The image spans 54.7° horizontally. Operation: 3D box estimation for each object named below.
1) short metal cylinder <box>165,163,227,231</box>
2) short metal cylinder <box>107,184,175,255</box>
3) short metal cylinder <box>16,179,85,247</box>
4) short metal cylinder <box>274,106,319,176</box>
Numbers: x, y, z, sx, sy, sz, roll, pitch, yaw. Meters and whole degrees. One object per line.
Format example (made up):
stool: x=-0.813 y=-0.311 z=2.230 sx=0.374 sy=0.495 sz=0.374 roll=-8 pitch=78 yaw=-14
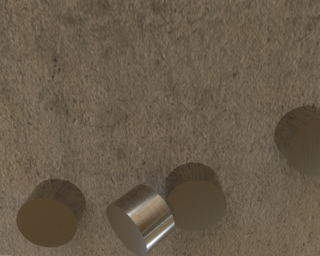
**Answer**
short metal cylinder: x=0.048 y=0.095 z=0.432 sx=0.081 sy=0.050 sz=0.079 roll=0 pitch=110 yaw=-1
short metal cylinder: x=-0.027 y=0.124 z=0.419 sx=0.050 sy=0.080 sz=0.080 roll=-31 pitch=114 yaw=-36
short metal cylinder: x=-0.152 y=0.119 z=0.438 sx=0.081 sy=0.050 sz=0.079 roll=0 pitch=110 yaw=-1
short metal cylinder: x=0.199 y=0.016 z=0.405 sx=0.081 sy=0.050 sz=0.079 roll=0 pitch=110 yaw=-1
